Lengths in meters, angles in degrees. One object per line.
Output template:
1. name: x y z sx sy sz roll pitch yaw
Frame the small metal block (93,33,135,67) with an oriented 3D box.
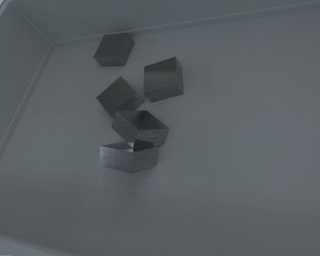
1. small metal block: -0.077 -0.132 0.526 0.050 0.025 0.050 5 64 30

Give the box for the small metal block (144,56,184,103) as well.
1. small metal block: 0.005 -0.069 0.444 0.050 0.025 0.050 -14 56 20

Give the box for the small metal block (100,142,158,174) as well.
1. small metal block: -0.038 0.035 0.383 0.050 0.050 0.025 8 99 31

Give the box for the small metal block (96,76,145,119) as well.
1. small metal block: -0.059 -0.042 0.461 0.050 0.025 0.050 -42 51 -1

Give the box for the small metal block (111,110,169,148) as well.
1. small metal block: -0.025 0.000 0.398 0.050 0.050 0.025 39 119 38
